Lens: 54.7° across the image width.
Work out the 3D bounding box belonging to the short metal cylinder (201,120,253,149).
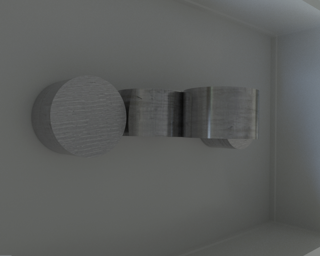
[{"bbox_3d":[0.103,-0.009,0.475,0.081,0.050,0.080,0,90,-40],"label":"short metal cylinder"}]

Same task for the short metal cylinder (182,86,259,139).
[{"bbox_3d":[0.065,-0.014,0.333,0.081,0.080,0.050,2,89,-40],"label":"short metal cylinder"}]

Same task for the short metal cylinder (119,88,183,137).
[{"bbox_3d":[-0.010,-0.015,0.360,0.081,0.080,0.050,2,89,-40],"label":"short metal cylinder"}]

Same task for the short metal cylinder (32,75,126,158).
[{"bbox_3d":[-0.082,-0.011,0.319,0.081,0.050,0.080,0,90,-40],"label":"short metal cylinder"}]

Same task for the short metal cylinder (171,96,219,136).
[{"bbox_3d":[0.052,-0.013,0.411,0.081,0.080,0.050,2,89,-40],"label":"short metal cylinder"}]
